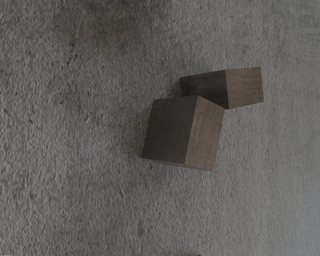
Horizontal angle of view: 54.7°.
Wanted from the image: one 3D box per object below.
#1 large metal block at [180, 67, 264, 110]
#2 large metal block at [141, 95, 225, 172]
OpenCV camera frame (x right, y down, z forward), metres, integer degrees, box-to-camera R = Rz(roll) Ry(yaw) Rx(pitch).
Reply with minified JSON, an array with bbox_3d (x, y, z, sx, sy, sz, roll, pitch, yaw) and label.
[{"bbox_3d":[0.089,-0.055,0.443,0.081,0.080,0.050,-13,99,-39],"label":"large metal block"},{"bbox_3d":[0.028,0.007,0.392,0.050,0.080,0.080,20,77,-38],"label":"large metal block"}]
